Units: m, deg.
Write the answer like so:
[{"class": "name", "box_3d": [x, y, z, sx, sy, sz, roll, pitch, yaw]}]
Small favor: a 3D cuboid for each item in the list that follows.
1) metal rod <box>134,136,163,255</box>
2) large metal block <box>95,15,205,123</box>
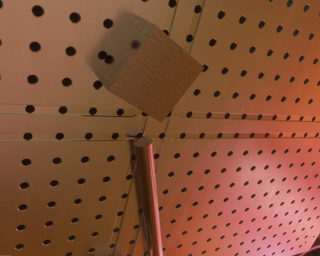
[{"class": "metal rod", "box_3d": [-0.013, 0.142, 0.493, 0.025, 0.025, 0.298, -17, 126, -19]}, {"class": "large metal block", "box_3d": [-0.012, -0.065, 0.350, 0.080, 0.050, 0.080, 31, 101, -38]}]
